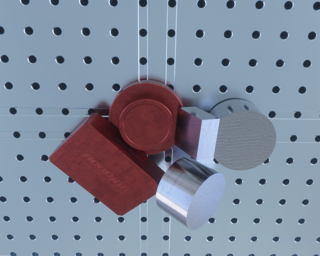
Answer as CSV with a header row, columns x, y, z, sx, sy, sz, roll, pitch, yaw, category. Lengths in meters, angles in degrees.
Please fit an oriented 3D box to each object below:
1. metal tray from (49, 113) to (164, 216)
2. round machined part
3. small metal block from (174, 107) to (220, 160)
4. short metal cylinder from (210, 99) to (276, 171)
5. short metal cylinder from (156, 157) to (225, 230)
x,y,z,sx,sy,sz,roll,pitch,yaw,category
-0.069,0.052,0.413,0.130,0.030,0.090,43,120,-15,metal tray
-0.016,-0.010,0.396,0.099,0.042,0.097,0,110,0,round machined part
0.044,0.005,0.379,0.025,0.050,0.050,-5,112,-28,small metal block
0.101,0.008,0.400,0.081,0.050,0.079,0,110,0,short metal cylinder
0.041,0.084,0.405,0.050,0.081,0.079,26,115,37,short metal cylinder
